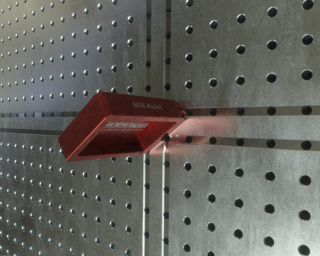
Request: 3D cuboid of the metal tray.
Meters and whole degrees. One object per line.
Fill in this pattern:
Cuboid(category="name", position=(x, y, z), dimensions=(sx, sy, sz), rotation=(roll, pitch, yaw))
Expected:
Cuboid(category="metal tray", position=(-0.042, 0.001, 0.373), dimensions=(0.090, 0.131, 0.030), rotation=(-42, 65, 32))
